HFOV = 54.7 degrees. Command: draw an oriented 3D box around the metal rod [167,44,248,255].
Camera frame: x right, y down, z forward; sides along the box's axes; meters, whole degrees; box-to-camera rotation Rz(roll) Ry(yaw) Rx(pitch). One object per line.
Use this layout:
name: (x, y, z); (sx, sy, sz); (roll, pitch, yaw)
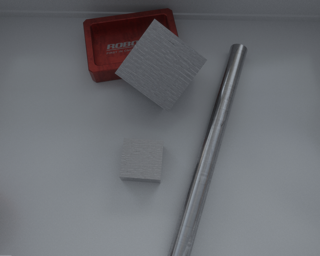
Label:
metal rod: (0.068, 0.018, 0.403); (0.025, 0.025, 0.299); (18, 71, 6)

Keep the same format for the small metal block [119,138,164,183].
small metal block: (-0.022, 0.042, 0.394); (0.050, 0.025, 0.050); (4, 70, 1)

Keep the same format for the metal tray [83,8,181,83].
metal tray: (-0.040, -0.121, 0.450); (0.131, 0.030, 0.090); (-9, 70, -4)

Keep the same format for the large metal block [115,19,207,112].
large metal block: (0.000, -0.078, 0.399); (0.080, 0.050, 0.080); (36, 94, -9)
